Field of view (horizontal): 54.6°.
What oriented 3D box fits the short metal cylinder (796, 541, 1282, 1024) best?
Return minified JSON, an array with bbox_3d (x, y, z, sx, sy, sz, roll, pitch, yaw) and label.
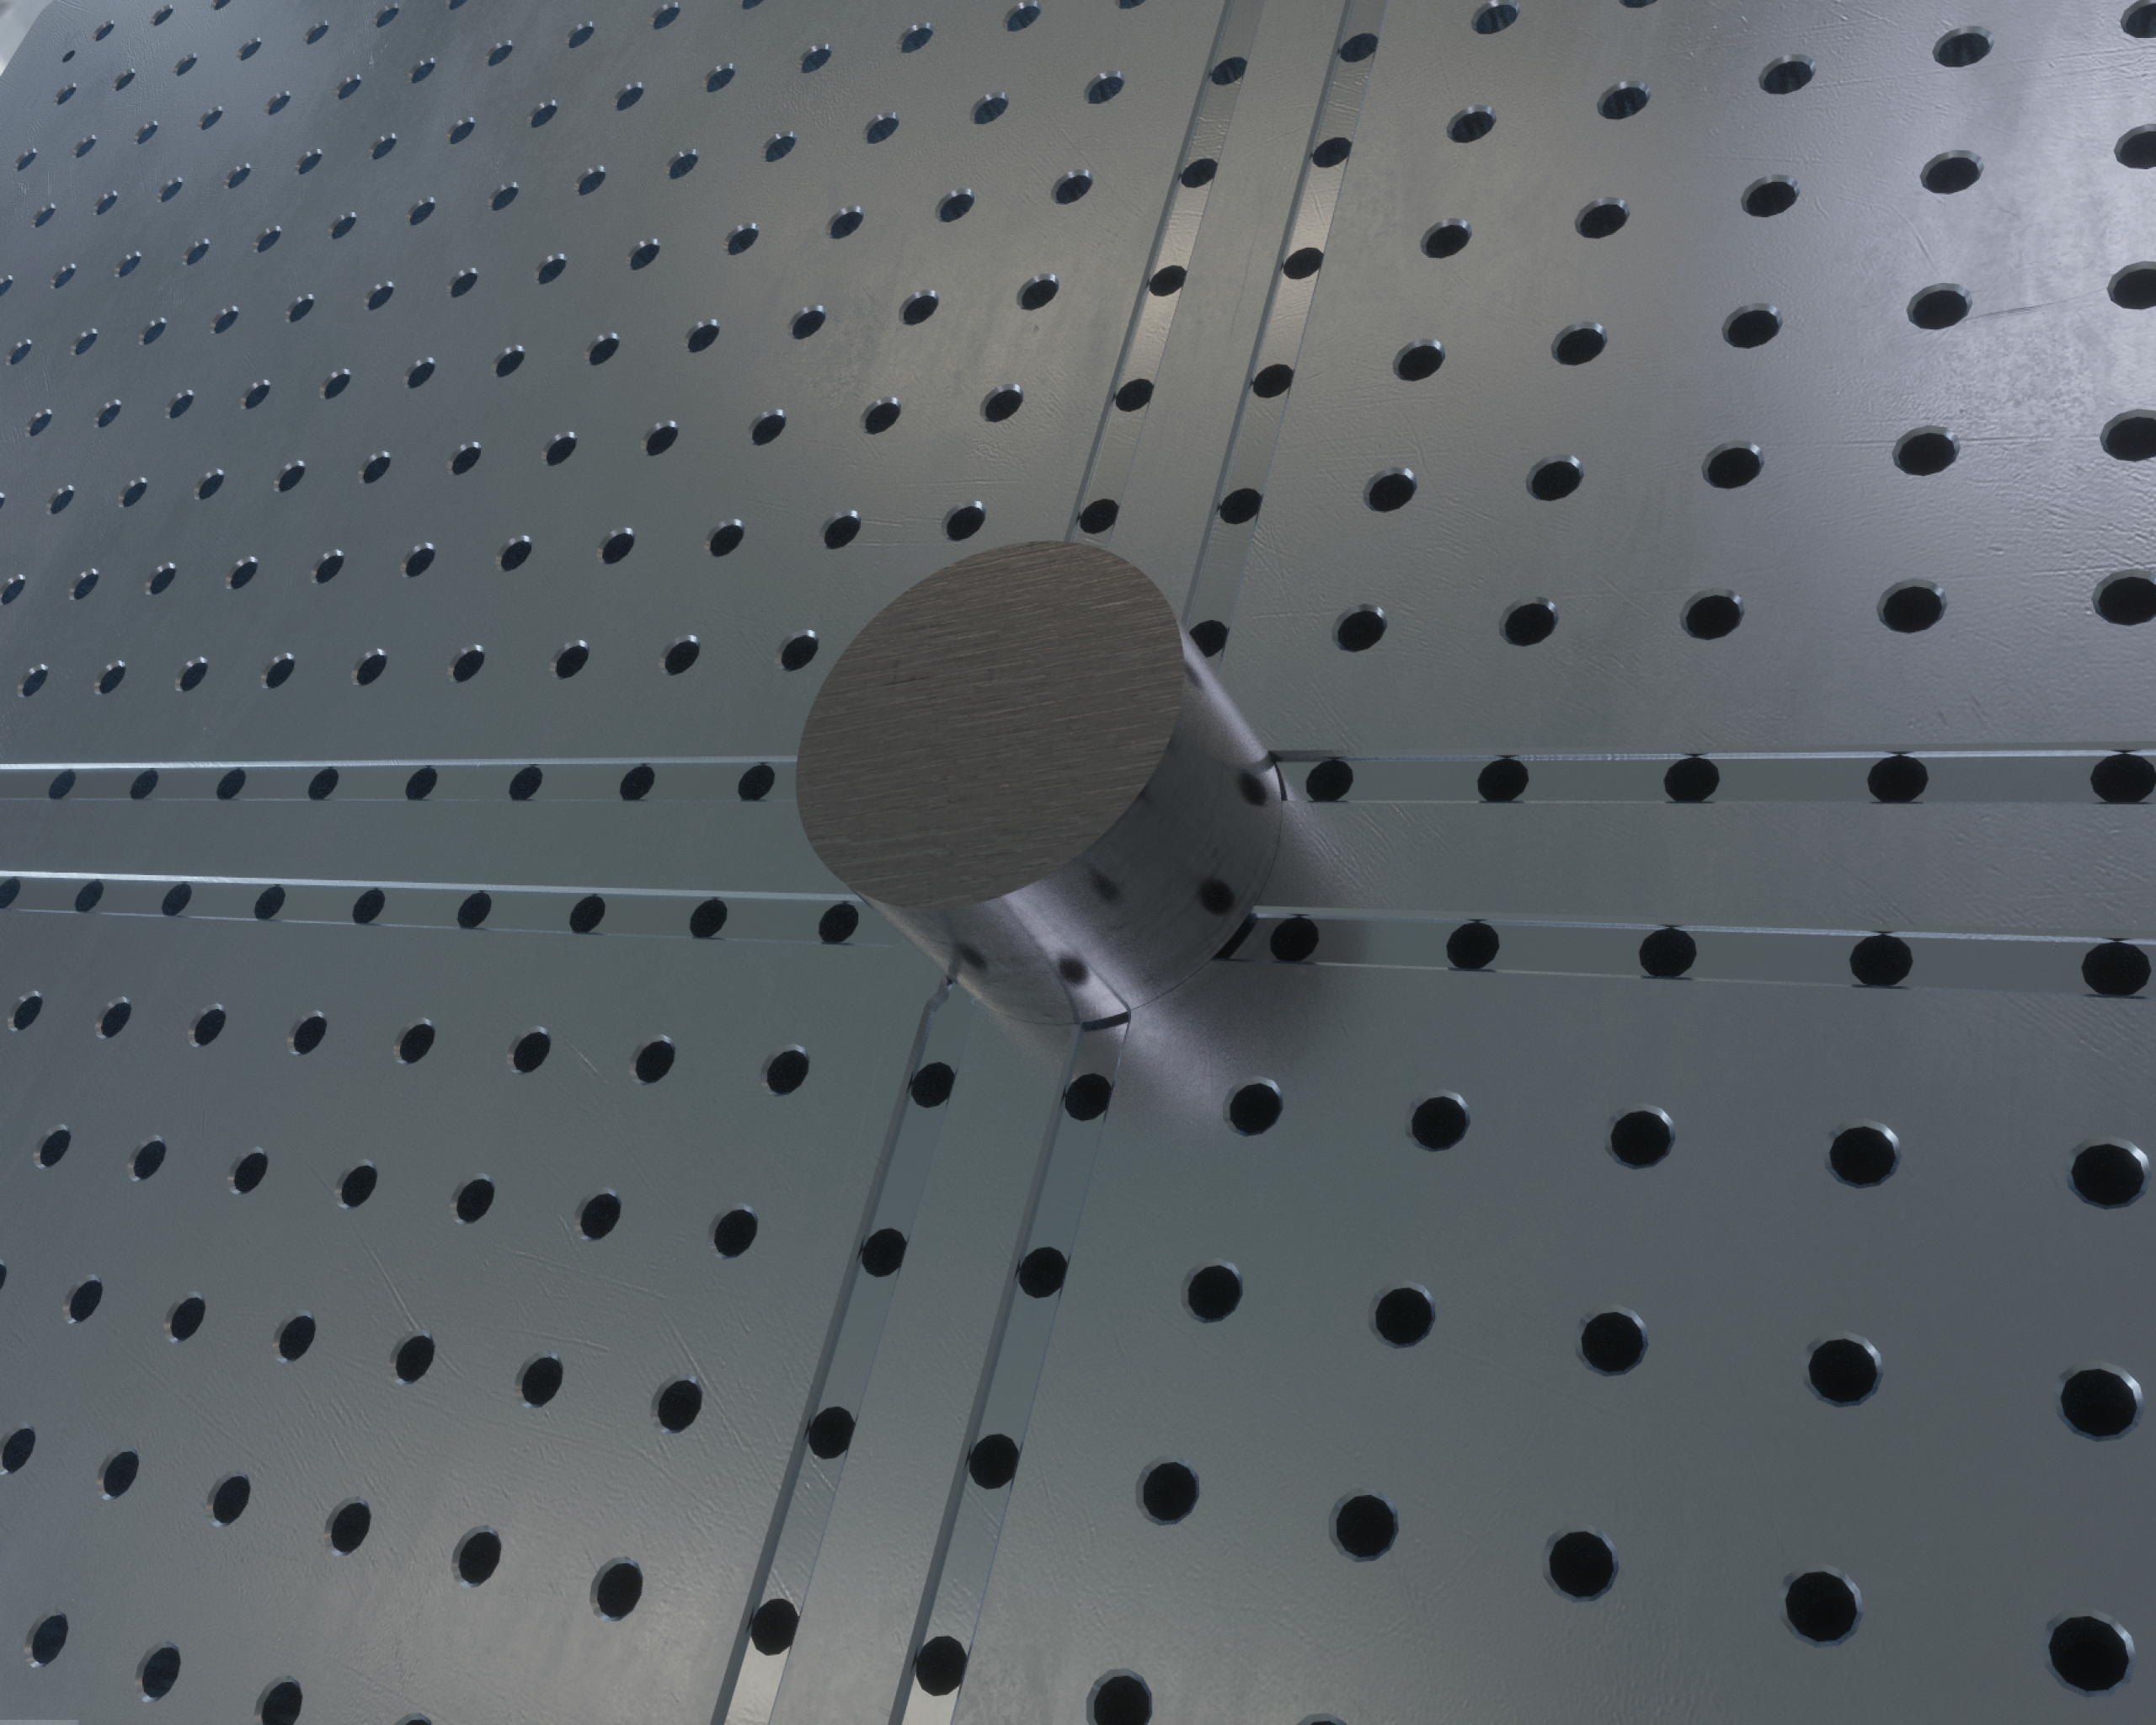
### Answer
[{"bbox_3d":[-0.007,-0.015,0.406,0.080,0.050,0.080,-13,56,21],"label":"short metal cylinder"}]
